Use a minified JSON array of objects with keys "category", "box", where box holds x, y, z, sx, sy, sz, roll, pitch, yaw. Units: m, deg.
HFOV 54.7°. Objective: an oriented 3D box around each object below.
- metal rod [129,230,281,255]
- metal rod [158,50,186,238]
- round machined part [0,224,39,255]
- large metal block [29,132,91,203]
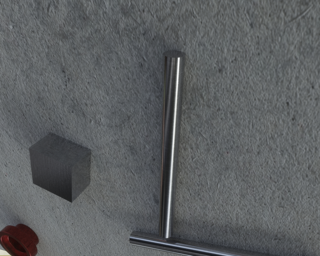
[{"category":"metal rod","box":[0.086,0.194,0.480,0.300,0.025,0.025,0,118,28]},{"category":"metal rod","box":[0.013,0.043,0.425,0.025,0.025,0.298,14,124,20]},{"category":"round machined part","box":[-0.326,0.265,0.728,0.098,0.042,0.097,13,124,20]},{"category":"large metal block","box":[-0.164,0.065,0.515,0.080,0.050,0.079,22,127,15]}]
